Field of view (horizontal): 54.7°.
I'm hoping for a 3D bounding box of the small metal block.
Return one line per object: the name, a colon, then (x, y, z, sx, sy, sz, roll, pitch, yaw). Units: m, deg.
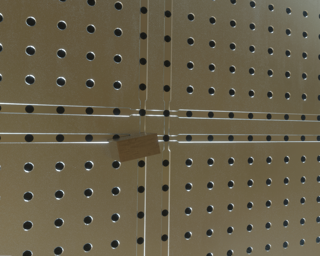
small metal block: (-0.033, 0.023, 0.388, 0.050, 0.050, 0.025, -11, 94, -20)
